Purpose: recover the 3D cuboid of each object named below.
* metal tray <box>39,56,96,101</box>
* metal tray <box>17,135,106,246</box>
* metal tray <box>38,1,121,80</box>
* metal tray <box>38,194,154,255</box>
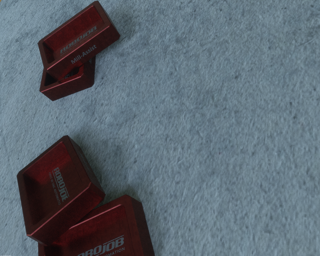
[{"bbox_3d":[-0.162,-0.119,0.555,0.090,0.030,0.130,-17,55,18],"label":"metal tray"},{"bbox_3d":[-0.133,0.073,0.400,0.090,0.030,0.130,-40,38,-6],"label":"metal tray"},{"bbox_3d":[-0.139,-0.149,0.523,0.130,0.030,0.090,-33,52,6],"label":"metal tray"},{"bbox_3d":[-0.074,0.143,0.350,0.130,0.030,0.090,-27,53,11],"label":"metal tray"}]
